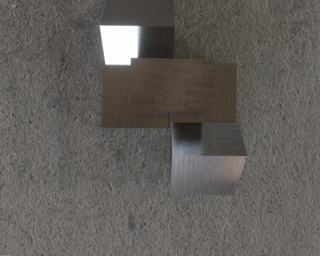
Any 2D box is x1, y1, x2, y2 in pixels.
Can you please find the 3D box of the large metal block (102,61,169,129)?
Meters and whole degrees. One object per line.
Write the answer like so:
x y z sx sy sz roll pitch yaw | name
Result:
-0.029 -0.040 0.397 0.081 0.050 0.079 1 90 -1 | large metal block

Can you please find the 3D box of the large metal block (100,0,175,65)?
-0.024 -0.121 0.377 0.081 0.050 0.080 1 46 0 | large metal block

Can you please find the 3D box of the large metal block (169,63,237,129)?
0.052 -0.039 0.398 0.081 0.050 0.079 1 90 -1 | large metal block

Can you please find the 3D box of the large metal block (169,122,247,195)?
0.053 0.039 0.378 0.081 0.079 0.050 0 46 -1 | large metal block

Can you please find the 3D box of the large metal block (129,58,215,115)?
0.012 -0.041 0.334 0.081 0.080 0.050 1 90 -1 | large metal block
